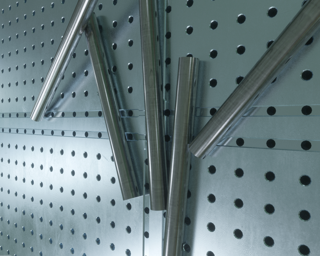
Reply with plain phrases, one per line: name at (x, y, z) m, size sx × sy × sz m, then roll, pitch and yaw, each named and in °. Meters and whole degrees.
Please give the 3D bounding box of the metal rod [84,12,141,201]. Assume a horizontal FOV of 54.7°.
metal rod at (-0.078, -0.041, 0.471) m, size 0.025 × 0.025 × 0.299 m, roll -24°, pitch 75°, yaw 37°

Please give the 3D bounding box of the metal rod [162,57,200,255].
metal rod at (0.024, 0.063, 0.388) m, size 0.025 × 0.025 × 0.298 m, roll 8°, pitch 95°, yaw 39°

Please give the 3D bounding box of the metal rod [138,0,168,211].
metal rod at (-0.009, -0.043, 0.414) m, size 0.025 × 0.025 × 0.298 m, roll -6°, pitch 86°, yaw 39°

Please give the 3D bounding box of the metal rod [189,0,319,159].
metal rod at (0.124, -0.080, 0.305) m, size 0.025 × 0.025 × 0.298 m, roll 51°, pitch 119°, yaw 27°

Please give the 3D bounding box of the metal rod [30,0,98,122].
metal rod at (-0.164, -0.115, 0.518) m, size 0.298 × 0.025 × 0.025 m, roll -50°, pitch 61°, yaw 36°
